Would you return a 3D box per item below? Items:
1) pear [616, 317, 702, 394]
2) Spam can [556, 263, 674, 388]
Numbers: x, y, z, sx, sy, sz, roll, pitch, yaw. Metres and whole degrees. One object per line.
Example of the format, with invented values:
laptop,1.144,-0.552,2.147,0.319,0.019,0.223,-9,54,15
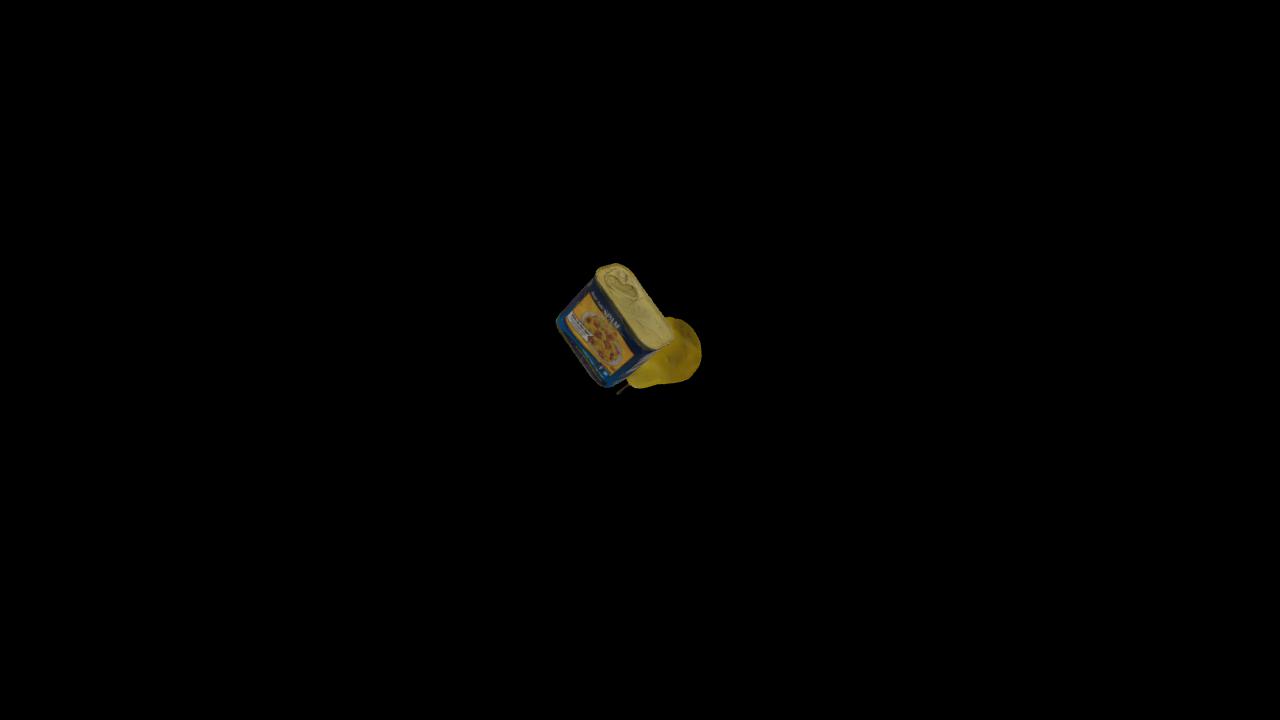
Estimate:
pear,0.017,0.002,0.715,0.111,0.080,0.080,-35,-17,26
Spam can,-0.028,-0.033,0.634,0.085,0.101,0.058,-41,-10,38
